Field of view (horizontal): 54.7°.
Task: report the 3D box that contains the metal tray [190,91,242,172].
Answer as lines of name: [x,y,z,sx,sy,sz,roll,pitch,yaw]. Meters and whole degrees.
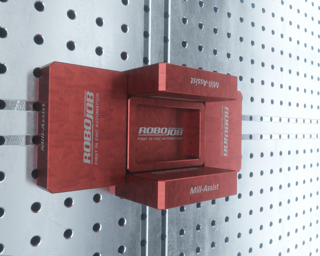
metal tray: [0.088,0.005,0.480,0.091,0.030,0.129,1,89,-41]

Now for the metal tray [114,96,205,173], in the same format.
metal tray: [0.004,0.008,0.408,0.131,0.030,0.089,1,90,-40]

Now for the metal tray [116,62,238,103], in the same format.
metal tray: [0.023,-0.052,0.388,0.131,0.090,0.030,1,90,-40]

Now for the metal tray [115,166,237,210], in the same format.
metal tray: [0.022,0.068,0.386,0.131,0.090,0.030,1,90,-40]

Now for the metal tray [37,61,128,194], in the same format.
metal tray: [-0.082,0.000,0.338,0.091,0.030,0.129,1,89,-40]
